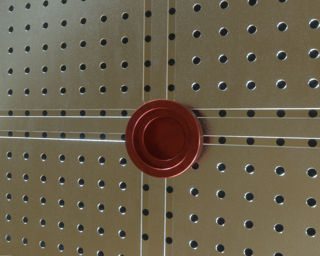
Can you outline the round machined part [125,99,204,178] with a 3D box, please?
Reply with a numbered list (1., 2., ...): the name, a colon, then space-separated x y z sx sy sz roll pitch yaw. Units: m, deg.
1. round machined part: 0.008 0.013 0.401 0.098 0.042 0.097 0 90 20
